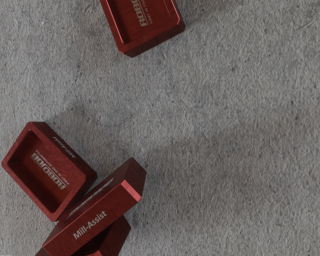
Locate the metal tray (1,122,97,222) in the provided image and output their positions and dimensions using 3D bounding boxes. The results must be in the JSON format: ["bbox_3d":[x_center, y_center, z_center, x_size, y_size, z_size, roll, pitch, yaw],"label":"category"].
[{"bbox_3d":[-0.168,0.063,0.465,0.130,0.030,0.090,41,103,15],"label":"metal tray"}]

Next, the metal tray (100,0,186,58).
[{"bbox_3d":[-0.031,-0.173,0.417,0.090,0.030,0.129,-23,82,18],"label":"metal tray"}]

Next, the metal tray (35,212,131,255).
[{"bbox_3d":[-0.111,0.165,0.410,0.130,0.090,0.030,-25,101,18],"label":"metal tray"}]

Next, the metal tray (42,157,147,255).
[{"bbox_3d":[-0.078,0.099,0.392,0.130,0.090,0.030,-40,98,9],"label":"metal tray"}]
